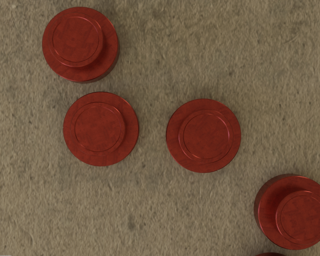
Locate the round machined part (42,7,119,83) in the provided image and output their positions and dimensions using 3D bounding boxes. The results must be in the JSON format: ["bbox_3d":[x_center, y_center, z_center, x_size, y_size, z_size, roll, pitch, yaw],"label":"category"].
[{"bbox_3d":[-0.104,-0.109,0.400,0.099,0.042,0.097,0,90,-1],"label":"round machined part"}]

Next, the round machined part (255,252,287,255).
[{"bbox_3d":[0.144,0.210,0.404,0.099,0.042,0.097,0,90,-1],"label":"round machined part"}]

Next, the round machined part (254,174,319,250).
[{"bbox_3d":[0.178,0.112,0.404,0.099,0.042,0.097,0,90,-1],"label":"round machined part"}]

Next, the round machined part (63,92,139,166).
[{"bbox_3d":[-0.077,0.001,0.401,0.099,0.042,0.097,0,90,-1],"label":"round machined part"}]

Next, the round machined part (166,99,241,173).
[{"bbox_3d":[0.057,0.010,0.402,0.099,0.042,0.097,0,90,-1],"label":"round machined part"}]
